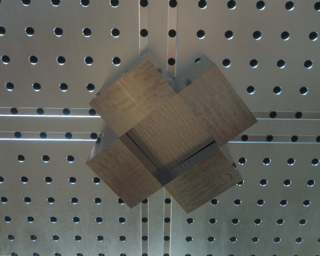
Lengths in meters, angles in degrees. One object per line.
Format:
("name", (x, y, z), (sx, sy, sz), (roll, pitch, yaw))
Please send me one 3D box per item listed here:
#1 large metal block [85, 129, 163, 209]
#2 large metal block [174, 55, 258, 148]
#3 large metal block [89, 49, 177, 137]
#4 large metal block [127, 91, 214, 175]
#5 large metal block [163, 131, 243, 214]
("large metal block", (-0.041, 0.041, 0.398), (0.050, 0.080, 0.080), (-37, 107, 12))
("large metal block", (0.063, -0.035, 0.372), (0.050, 0.080, 0.080), (-37, 106, 12))
("large metal block", (-0.029, -0.045, 0.367), (0.080, 0.080, 0.050), (-37, 106, 12))
("large metal block", (0.012, -0.002, 0.398), (0.080, 0.050, 0.080), (-36, 105, 14))
("large metal block", (0.051, 0.051, 0.404), (0.080, 0.080, 0.050), (-35, 106, 12))
